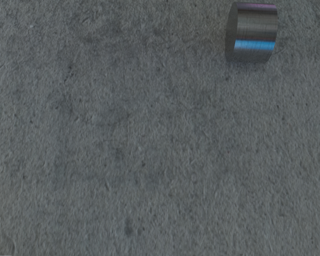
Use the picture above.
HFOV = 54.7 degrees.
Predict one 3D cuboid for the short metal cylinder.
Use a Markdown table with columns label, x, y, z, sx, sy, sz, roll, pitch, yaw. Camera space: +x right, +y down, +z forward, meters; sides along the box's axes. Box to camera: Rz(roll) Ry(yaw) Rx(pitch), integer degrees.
| label | x | y | z | sx | sy | sz | roll | pitch | yaw |
| --- | --- | --- | --- | --- | --- | --- | --- | --- | --- |
| short metal cylinder | 0.123 | -0.131 | 0.428 | 0.050 | 0.080 | 0.080 | 3 | 70 | 1 |
